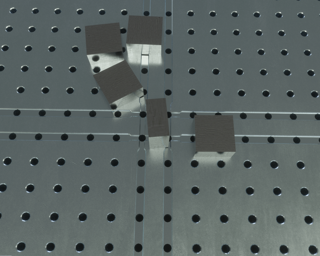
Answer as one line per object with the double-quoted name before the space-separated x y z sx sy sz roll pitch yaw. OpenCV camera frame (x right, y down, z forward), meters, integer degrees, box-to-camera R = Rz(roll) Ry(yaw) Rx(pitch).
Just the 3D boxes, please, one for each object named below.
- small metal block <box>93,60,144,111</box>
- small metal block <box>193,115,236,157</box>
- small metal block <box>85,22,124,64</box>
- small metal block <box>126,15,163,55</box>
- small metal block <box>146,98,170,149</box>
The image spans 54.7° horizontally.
"small metal block" -0.057 -0.059 0.433 0.050 0.025 0.050 -29 73 -10
"small metal block" 0.070 0.011 0.409 0.050 0.025 0.050 0 70 0
"small metal block" -0.081 -0.125 0.456 0.050 0.025 0.050 -7 70 -3
"small metal block" -0.022 -0.139 0.462 0.050 0.025 0.050 3 70 0
"small metal block" -0.003 -0.005 0.400 0.025 0.050 0.050 -5 70 -2
